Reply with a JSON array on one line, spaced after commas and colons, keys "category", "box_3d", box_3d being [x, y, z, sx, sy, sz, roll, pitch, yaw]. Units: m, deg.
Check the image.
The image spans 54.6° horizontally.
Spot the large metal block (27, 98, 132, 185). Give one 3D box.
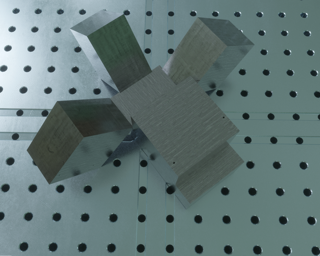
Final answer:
[{"category": "large metal block", "box_3d": [-0.092, 0.012, 0.362, 0.050, 0.080, 0.080, 50, 119, 16]}]

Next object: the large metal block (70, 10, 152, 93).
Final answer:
[{"category": "large metal block", "box_3d": [-0.064, -0.101, 0.403, 0.050, 0.080, 0.080, -36, 35, -12]}]

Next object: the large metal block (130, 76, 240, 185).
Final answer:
[{"category": "large metal block", "box_3d": [0.025, 0.004, 0.343, 0.080, 0.050, 0.080, -35, 74, -13]}]

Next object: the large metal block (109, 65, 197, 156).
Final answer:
[{"category": "large metal block", "box_3d": [-0.007, -0.021, 0.406, 0.080, 0.050, 0.080, -36, 74, -12]}]

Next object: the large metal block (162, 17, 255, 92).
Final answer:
[{"category": "large metal block", "box_3d": [0.063, -0.092, 0.400, 0.050, 0.080, 0.081, 50, 38, 16]}]

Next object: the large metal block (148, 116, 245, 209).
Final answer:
[{"category": "large metal block", "box_3d": [0.041, 0.040, 0.383, 0.080, 0.050, 0.080, -35, 73, -13]}]
